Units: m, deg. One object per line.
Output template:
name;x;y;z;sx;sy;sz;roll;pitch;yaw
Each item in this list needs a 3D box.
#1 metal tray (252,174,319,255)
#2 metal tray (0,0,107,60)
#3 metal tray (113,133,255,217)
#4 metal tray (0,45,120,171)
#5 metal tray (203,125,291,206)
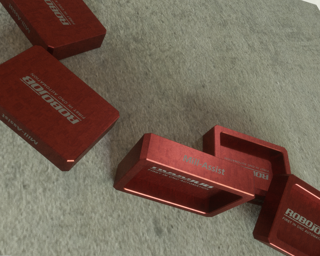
metal tray;0.192;0.127;0.401;0.131;0.030;0.090;31;73;-15
metal tray;-0.147;-0.156;0.418;0.091;0.030;0.130;-32;80;-38
metal tray;0.025;0.058;0.341;0.131;0.090;0.030;21;54;-16
metal tray;-0.123;-0.025;0.350;0.130;0.030;0.090;40;51;-1
metal tray;0.124;0.056;0.435;0.131;0.030;0.090;18;55;-19
